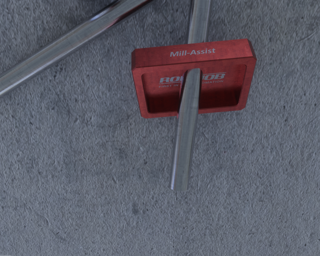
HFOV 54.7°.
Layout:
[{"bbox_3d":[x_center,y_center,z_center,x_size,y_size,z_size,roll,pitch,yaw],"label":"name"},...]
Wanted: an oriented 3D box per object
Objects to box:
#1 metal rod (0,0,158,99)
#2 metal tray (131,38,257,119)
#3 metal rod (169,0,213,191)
[{"bbox_3d":[-0.108,-0.102,0.371,0.300,0.025,0.025,-29,108,10],"label":"metal rod"},{"bbox_3d":[0.038,-0.054,0.363,0.131,0.030,0.090,-5,145,1],"label":"metal tray"},{"bbox_3d":[0.039,-0.071,0.359,0.025,0.025,0.298,6,101,-2],"label":"metal rod"}]
